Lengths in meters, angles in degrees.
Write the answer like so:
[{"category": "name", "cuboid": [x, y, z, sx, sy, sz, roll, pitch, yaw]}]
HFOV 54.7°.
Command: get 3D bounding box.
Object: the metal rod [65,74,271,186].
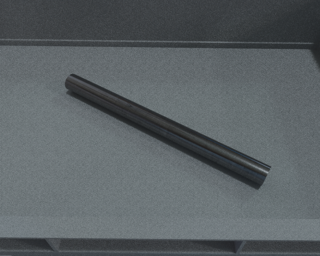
[{"category": "metal rod", "cuboid": [-0.004, -0.007, 0.408, 0.301, 0.025, 0.025, 26, 55, 20]}]
